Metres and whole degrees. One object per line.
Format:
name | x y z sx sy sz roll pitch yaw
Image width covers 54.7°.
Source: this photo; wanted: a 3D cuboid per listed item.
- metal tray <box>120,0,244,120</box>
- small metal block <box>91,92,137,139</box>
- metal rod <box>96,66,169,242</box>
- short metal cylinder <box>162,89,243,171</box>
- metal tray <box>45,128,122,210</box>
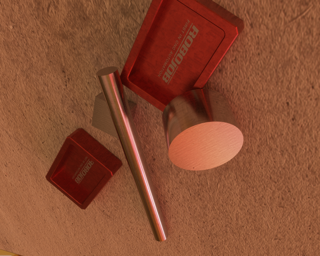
metal tray | 0.018 -0.081 0.342 0.090 0.030 0.129 35 129 4
small metal block | -0.064 -0.018 0.428 0.050 0.025 0.050 26 127 12
metal rod | -0.029 0.056 0.434 0.025 0.025 0.298 4 127 26
short metal cylinder | 0.045 0.003 0.344 0.081 0.050 0.080 -6 137 -5
metal tray | -0.130 0.071 0.513 0.090 0.030 0.129 40 129 0
